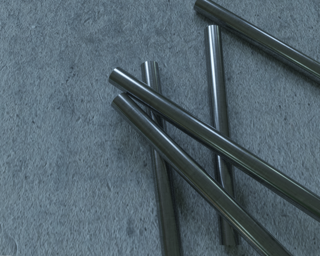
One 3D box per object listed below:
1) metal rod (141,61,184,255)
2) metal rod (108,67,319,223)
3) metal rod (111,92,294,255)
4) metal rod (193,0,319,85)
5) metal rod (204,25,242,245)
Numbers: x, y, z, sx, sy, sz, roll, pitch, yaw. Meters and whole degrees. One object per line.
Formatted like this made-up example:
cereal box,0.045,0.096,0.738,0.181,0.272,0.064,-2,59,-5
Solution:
metal rod,0.003,0.051,0.389,0.025,0.025,0.299,-6,70,-2
metal rod,0.063,0.013,0.375,0.300,0.025,0.025,34,74,11
metal rod,0.052,0.066,0.356,0.025,0.025,0.300,-42,76,-14
metal rod,0.179,-0.109,0.448,0.300,0.025,0.025,35,74,12
metal rod,0.080,-0.005,0.410,0.025,0.025,0.299,-1,70,0
